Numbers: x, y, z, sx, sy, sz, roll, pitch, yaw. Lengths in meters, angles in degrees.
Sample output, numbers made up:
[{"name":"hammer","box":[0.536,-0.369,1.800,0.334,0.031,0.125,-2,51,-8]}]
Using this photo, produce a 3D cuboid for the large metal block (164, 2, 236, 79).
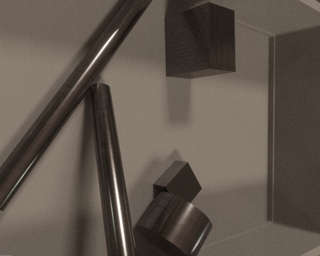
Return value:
[{"name":"large metal block","box":[0.052,-0.112,0.417,0.050,0.080,0.079,-3,92,-40]}]

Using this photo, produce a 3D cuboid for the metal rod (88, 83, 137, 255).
[{"name":"metal rod","box":[-0.039,0.086,0.285,0.025,0.025,0.299,12,54,-40]}]

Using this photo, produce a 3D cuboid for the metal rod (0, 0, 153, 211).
[{"name":"metal rod","box":[-0.085,-0.052,0.336,0.025,0.025,0.300,44,64,-32]}]

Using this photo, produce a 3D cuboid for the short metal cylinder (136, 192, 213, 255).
[{"name":"short metal cylinder","box":[0.018,0.125,0.388,0.080,0.080,0.050,52,59,-28]}]

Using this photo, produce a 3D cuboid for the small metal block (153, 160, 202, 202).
[{"name":"small metal block","box":[0.026,0.081,0.431,0.050,0.025,0.050,-43,116,-32]}]
